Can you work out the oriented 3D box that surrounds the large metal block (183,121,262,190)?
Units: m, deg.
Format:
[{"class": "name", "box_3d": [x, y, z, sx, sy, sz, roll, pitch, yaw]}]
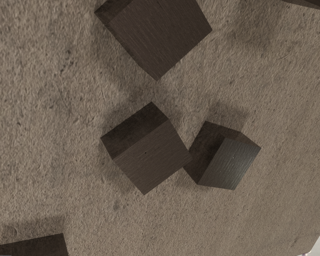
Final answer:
[{"class": "large metal block", "box_3d": [0.092, 0.043, 0.470, 0.081, 0.050, 0.080, 15, 110, -35]}]

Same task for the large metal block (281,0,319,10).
[{"class": "large metal block", "box_3d": [0.160, -0.172, 0.354, 0.081, 0.080, 0.050, 3, 117, -30]}]

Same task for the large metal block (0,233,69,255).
[{"class": "large metal block", "box_3d": [-0.171, 0.198, 0.421, 0.081, 0.050, 0.079, -2, 120, -28]}]

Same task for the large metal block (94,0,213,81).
[{"class": "large metal block", "box_3d": [-0.006, -0.110, 0.320, 0.080, 0.050, 0.080, -43, 130, 1]}]

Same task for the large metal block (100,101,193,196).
[{"class": "large metal block", "box_3d": [-0.016, 0.027, 0.400, 0.080, 0.050, 0.080, -36, 130, -5]}]
